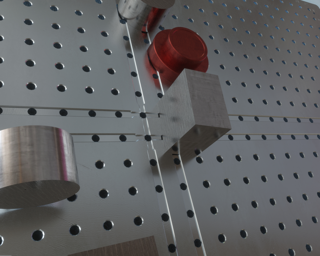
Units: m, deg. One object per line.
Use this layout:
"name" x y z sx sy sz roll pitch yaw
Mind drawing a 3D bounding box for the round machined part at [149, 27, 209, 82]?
"round machined part" 0.036 -0.120 0.489 0.099 0.042 0.098 14 56 -21

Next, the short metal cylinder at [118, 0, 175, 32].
"short metal cylinder" -0.023 -0.205 0.505 0.081 0.050 0.080 14 56 -21

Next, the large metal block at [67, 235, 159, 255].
"large metal block" -0.041 0.150 0.278 0.081 0.050 0.080 -2 63 -29

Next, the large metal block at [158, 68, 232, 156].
"large metal block" 0.041 -0.018 0.406 0.050 0.080 0.080 7 59 -25

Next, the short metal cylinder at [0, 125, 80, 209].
"short metal cylinder" -0.118 0.038 0.286 0.081 0.080 0.050 -1 62 -29
